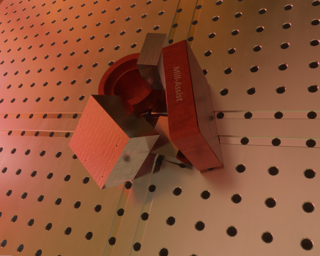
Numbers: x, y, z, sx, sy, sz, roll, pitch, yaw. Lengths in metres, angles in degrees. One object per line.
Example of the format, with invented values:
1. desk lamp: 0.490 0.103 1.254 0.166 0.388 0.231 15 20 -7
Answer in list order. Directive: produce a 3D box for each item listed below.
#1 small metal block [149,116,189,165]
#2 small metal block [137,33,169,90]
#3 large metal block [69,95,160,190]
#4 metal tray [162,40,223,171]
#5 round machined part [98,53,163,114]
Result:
1. small metal block: 0.016 0.015 0.383 0.050 0.025 0.050 8 69 43
2. small metal block: -0.005 -0.083 0.392 0.025 0.050 0.050 7 63 16
3. large metal block: -0.059 0.015 0.383 0.080 0.050 0.079 46 120 28
4. metal tray: 0.038 -0.027 0.362 0.030 0.090 0.130 -16 55 19
5. round machined part: -0.037 -0.058 0.450 0.098 0.042 0.098 -13 56 20
